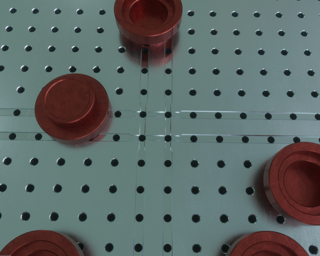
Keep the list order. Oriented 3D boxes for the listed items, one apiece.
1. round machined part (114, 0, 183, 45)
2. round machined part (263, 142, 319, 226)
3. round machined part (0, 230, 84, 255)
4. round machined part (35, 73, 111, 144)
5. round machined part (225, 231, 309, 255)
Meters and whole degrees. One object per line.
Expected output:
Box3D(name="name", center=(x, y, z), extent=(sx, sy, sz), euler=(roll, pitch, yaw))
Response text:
Box3D(name="round machined part", center=(-0.017, -0.165, 0.463), extent=(0.099, 0.042, 0.098), euler=(0, 70, -1))
Box3D(name="round machined part", center=(0.176, 0.069, 0.380), extent=(0.099, 0.042, 0.098), euler=(0, 70, -1))
Box3D(name="round machined part", center=(-0.129, 0.164, 0.341), extent=(0.099, 0.042, 0.098), euler=(0, 70, -1))
Box3D(name="round machined part", center=(-0.118, -0.031, 0.412), extent=(0.099, 0.042, 0.098), euler=(0, 70, -1))
Box3D(name="round machined part", center=(0.117, 0.166, 0.344), extent=(0.099, 0.042, 0.098), euler=(0, 70, -1))
